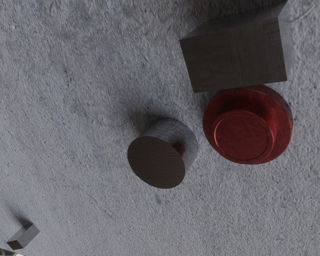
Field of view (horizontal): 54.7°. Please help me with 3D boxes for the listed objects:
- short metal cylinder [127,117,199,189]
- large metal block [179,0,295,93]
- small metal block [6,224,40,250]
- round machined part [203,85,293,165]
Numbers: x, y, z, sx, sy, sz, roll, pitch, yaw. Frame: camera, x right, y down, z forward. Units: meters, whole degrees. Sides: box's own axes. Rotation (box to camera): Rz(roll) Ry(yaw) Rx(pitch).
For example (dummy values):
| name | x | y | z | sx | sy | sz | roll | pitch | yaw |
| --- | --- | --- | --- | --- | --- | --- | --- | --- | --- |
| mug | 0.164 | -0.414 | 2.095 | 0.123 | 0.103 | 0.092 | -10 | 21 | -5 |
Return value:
| name | x | y | z | sx | sy | sz | roll | pitch | yaw |
| --- | --- | --- | --- | --- | --- | --- | --- | --- | --- |
| short metal cylinder | 0.004 | 0.033 | 0.409 | 0.080 | 0.050 | 0.079 | 13 | 124 | 21 |
| large metal block | 0.075 | -0.075 | 0.285 | 0.080 | 0.080 | 0.050 | -4 | 116 | 30 |
| small metal block | -0.314 | 0.250 | 0.710 | 0.050 | 0.050 | 0.025 | -23 | 106 | 36 |
| round machined part | 0.095 | 0.002 | 0.347 | 0.098 | 0.042 | 0.097 | 13 | 124 | 21 |
